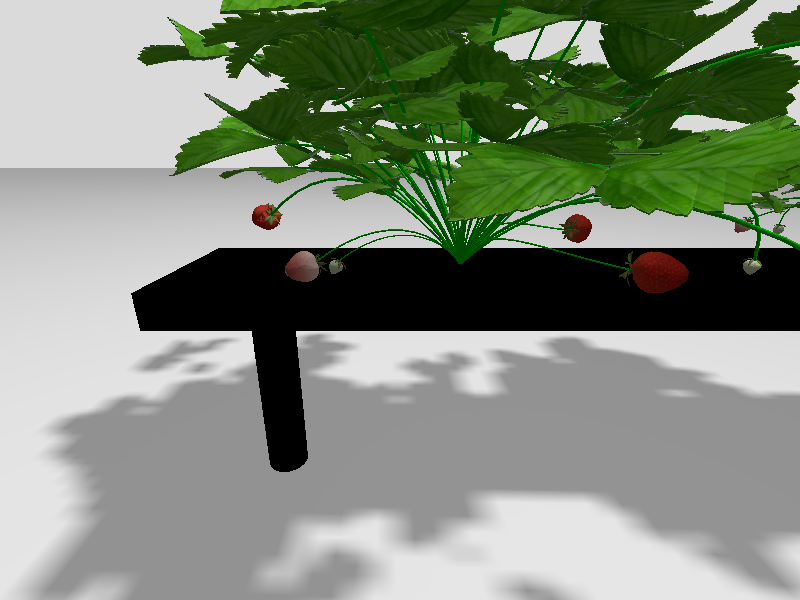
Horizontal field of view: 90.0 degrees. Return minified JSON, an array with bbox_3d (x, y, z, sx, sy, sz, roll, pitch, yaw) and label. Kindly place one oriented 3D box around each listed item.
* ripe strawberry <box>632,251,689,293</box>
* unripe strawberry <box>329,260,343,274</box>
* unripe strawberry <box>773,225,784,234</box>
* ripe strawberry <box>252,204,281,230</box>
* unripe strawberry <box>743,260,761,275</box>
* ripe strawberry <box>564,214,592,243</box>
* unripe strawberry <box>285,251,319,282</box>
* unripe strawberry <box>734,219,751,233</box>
[{"bbox_3d":[0.180,-0.019,0.278,0.034,0.029,0.034,13,24,31],"label":"ripe strawberry"},{"bbox_3d":[-0.053,-0.026,0.328,0.011,0.011,0.013,33,6,-25],"label":"unripe strawberry"},{"bbox_3d":[0.447,-0.083,0.474,0.011,0.011,0.010,-9,22,-23],"label":"unripe strawberry"},{"bbox_3d":[-0.173,-0.106,0.515,0.033,0.032,0.036,-6,12,40],"label":"ripe strawberry"},{"bbox_3d":[0.265,-0.025,0.302,0.010,0.011,0.011,5,21,14],"label":"unripe strawberry"},{"bbox_3d":[0.203,-0.081,0.453,0.032,0.031,0.030,-13,23,-33],"label":"ripe strawberry"},{"bbox_3d":[-0.076,-0.025,0.307,0.025,0.025,0.023,-19,25,-16],"label":"unripe strawberry"},{"bbox_3d":[0.429,-0.092,0.501,0.019,0.017,0.017,-10,-36,-25],"label":"unripe strawberry"}]
